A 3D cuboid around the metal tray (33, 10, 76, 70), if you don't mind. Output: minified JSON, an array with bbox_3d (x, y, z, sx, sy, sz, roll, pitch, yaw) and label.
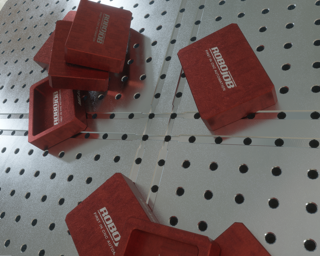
[{"bbox_3d":[-0.176,-0.167,0.602,0.090,0.030,0.130,20,72,35],"label":"metal tray"}]

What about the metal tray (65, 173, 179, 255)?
[{"bbox_3d":[-0.046,0.126,0.353,0.090,0.030,0.130,-41,51,0],"label":"metal tray"}]

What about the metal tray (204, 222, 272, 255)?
[{"bbox_3d":[0.055,0.162,0.278,0.130,0.030,0.090,-41,51,0],"label":"metal tray"}]

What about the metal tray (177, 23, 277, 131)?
[{"bbox_3d":[0.082,-0.070,0.405,0.090,0.030,0.130,-24,53,13],"label":"metal tray"}]

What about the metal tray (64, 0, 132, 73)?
[{"bbox_3d":[-0.098,-0.154,0.512,0.091,0.030,0.130,11,53,-11],"label":"metal tray"}]

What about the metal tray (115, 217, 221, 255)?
[{"bbox_3d":[-0.007,0.154,0.275,0.090,0.030,0.130,5,64,30],"label":"metal tray"}]

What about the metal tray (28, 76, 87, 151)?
[{"bbox_3d":[-0.174,-0.037,0.520,0.090,0.030,0.130,-26,53,12],"label":"metal tray"}]

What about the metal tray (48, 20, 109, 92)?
[{"bbox_3d":[-0.132,-0.123,0.519,0.091,0.030,0.130,3,56,-13],"label":"metal tray"}]
